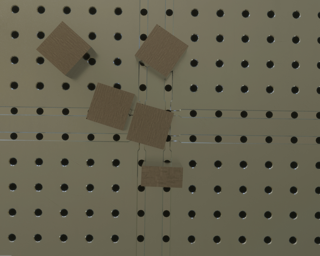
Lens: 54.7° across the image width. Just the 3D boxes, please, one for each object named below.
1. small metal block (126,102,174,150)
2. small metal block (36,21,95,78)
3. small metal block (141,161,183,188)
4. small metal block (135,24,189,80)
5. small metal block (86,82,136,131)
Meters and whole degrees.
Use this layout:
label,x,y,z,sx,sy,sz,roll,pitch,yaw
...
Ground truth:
label,x,y,z,sx,sy,sz,roll,pitch,yaw
small metal block,-0.013,-0.003,0.413,0.050,0.025,0.050,16,90,-1
small metal block,-0.124,-0.103,0.412,0.050,0.025,0.050,42,90,-1
small metal block,0.002,0.059,0.401,0.050,0.050,0.025,3,90,-1
small metal block,0.002,-0.100,0.413,0.050,0.025,0.050,35,90,-1
small metal block,-0.064,-0.028,0.413,0.050,0.025,0.050,18,90,-1
